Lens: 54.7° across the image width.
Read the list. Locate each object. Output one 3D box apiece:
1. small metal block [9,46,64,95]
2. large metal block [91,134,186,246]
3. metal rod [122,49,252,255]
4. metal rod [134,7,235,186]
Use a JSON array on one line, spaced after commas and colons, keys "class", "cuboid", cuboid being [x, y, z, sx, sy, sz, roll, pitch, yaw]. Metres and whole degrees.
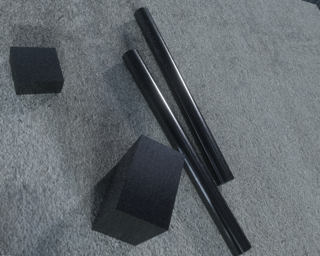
[{"class": "small metal block", "cuboid": [-0.147, -0.068, 0.367, 0.050, 0.025, 0.050, -7, 65, -32]}, {"class": "large metal block", "cuboid": [-0.022, 0.066, 0.317, 0.050, 0.080, 0.080, 26, 52, -12]}, {"class": "metal rod", "cuboid": [0.028, 0.021, 0.407, 0.025, 0.025, 0.299, -18, 72, -35]}, {"class": "metal rod", "cuboid": [0.028, -0.057, 0.455, 0.025, 0.025, 0.299, -12, 68, -33]}]
